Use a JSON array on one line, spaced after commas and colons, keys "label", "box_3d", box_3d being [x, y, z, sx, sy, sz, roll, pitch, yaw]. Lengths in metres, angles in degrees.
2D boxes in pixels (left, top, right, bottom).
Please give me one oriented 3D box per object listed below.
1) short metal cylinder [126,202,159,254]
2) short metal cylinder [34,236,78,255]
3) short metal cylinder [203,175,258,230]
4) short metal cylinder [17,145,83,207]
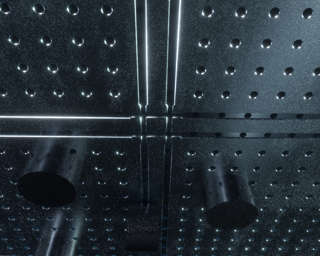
[{"label": "short metal cylinder", "box_3d": [-0.028, 0.166, 0.517, 0.050, 0.080, 0.079, 3, 130, -2]}, {"label": "short metal cylinder", "box_3d": [-0.207, 0.259, 0.614, 0.081, 0.050, 0.079, 0, 130, 0]}, {"label": "short metal cylinder", "box_3d": [0.112, 0.121, 0.499, 0.081, 0.050, 0.079, 0, 130, 0]}, {"label": "short metal cylinder", "box_3d": [-0.159, 0.072, 0.455, 0.081, 0.050, 0.079, 0, 130, 0]}]
